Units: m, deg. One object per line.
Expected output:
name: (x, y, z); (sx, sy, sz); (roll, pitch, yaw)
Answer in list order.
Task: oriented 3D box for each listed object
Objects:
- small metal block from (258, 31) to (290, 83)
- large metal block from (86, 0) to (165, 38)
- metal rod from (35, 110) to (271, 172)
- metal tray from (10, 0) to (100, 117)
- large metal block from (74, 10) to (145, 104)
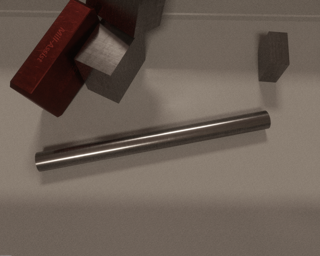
small metal block: (0.158, -0.098, 0.434); (0.025, 0.050, 0.050); (5, 70, 1)
large metal block: (-0.038, -0.166, 0.360); (0.080, 0.079, 0.050); (36, 50, 17)
metal rod: (-0.005, 0.016, 0.403); (0.302, 0.025, 0.025); (-10, 71, -4)
metal tray: (-0.120, -0.085, 0.395); (0.030, 0.090, 0.130); (30, 80, 10)
large metal block: (-0.062, -0.091, 0.413); (0.050, 0.080, 0.080); (26, 72, 8)
